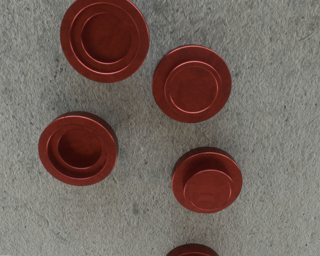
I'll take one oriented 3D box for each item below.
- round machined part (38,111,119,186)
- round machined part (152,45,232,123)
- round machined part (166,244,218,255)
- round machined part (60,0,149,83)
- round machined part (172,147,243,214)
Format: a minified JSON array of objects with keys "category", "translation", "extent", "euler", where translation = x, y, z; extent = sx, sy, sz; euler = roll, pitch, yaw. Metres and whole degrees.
[{"category":"round machined part","translation":[-0.104,0.024,0.408],"extent":[0.099,0.042,0.097],"euler":[0,110,0]},{"category":"round machined part","translation":[0.040,-0.051,0.382],"extent":[0.099,0.042,0.097],"euler":[0,110,0]},{"category":"round machined part","translation":[0.052,0.236,0.488],"extent":[0.099,0.042,0.097],"euler":[0,110,0]},{"category":"round machined part","translation":[-0.061,-0.105,0.361],"extent":[0.099,0.042,0.097],"euler":[0,110,0]},{"category":"round machined part","translation":[0.066,0.078,0.430],"extent":[0.099,0.042,0.097],"euler":[0,110,0]}]
